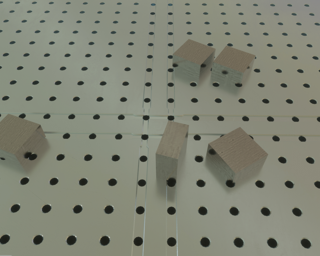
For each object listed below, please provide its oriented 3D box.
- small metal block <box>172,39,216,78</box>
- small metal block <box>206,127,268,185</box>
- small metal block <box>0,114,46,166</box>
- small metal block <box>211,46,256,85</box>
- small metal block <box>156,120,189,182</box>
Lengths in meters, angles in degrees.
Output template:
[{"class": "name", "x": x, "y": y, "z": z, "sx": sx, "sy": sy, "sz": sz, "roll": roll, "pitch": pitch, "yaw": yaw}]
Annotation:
[{"class": "small metal block", "x": 0.055, "y": -0.114, "z": 0.504, "sx": 0.050, "sy": 0.025, "sz": 0.050, "roll": 27, "pitch": 55, "yaw": 21}, {"class": "small metal block", "x": 0.094, "y": 0.033, "z": 0.381, "sx": 0.050, "sy": 0.025, "sz": 0.050, "roll": -25, "pitch": 55, "yaw": -20}, {"class": "small metal block", "x": -0.185, "y": 0.014, "z": 0.395, "sx": 0.050, "sy": 0.025, "sz": 0.050, "roll": 17, "pitch": 52, "yaw": 14}, {"class": "small metal block", "x": 0.116, "y": -0.100, "z": 0.493, "sx": 0.050, "sy": 0.025, "sz": 0.050, "roll": 25, "pitch": 54, "yaw": 20}, {"class": "small metal block", "x": 0.015, "y": 0.028, "z": 0.368, "sx": 0.025, "sy": 0.050, "sz": 0.050, "roll": 13, "pitch": 51, "yaw": 11}]
